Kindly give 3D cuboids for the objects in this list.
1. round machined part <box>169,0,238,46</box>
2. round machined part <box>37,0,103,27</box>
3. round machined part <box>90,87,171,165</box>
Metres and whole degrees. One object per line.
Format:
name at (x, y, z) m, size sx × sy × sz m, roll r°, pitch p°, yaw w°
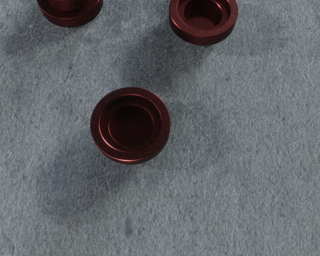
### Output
round machined part at (0.062, -0.163, 0.459) m, size 0.099 × 0.042 × 0.098 m, roll 0°, pitch 70°, yaw -1°
round machined part at (-0.140, -0.207, 0.473) m, size 0.099 × 0.042 × 0.098 m, roll 0°, pitch 70°, yaw -1°
round machined part at (-0.036, 0.000, 0.399) m, size 0.099 × 0.042 × 0.098 m, roll 0°, pitch 70°, yaw -1°
